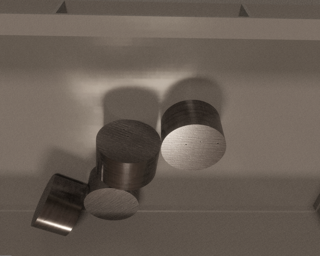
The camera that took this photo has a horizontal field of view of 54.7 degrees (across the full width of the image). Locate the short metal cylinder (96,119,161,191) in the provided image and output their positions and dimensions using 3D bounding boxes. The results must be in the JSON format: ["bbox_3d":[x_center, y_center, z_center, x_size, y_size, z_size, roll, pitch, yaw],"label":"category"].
[{"bbox_3d":[-0.042,0.033,0.401,0.081,0.080,0.050,6,130,-5],"label":"short metal cylinder"}]

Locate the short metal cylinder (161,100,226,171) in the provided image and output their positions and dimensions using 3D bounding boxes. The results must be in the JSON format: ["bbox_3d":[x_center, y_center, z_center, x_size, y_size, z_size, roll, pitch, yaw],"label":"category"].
[{"bbox_3d":[0.041,0.010,0.402,0.081,0.050,0.079,0,130,0],"label":"short metal cylinder"}]

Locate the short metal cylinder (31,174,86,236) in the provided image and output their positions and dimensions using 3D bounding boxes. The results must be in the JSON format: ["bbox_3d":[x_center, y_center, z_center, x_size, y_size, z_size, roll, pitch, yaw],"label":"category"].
[{"bbox_3d":[-0.153,0.117,0.470,0.050,0.080,0.080,26,125,-20],"label":"short metal cylinder"}]

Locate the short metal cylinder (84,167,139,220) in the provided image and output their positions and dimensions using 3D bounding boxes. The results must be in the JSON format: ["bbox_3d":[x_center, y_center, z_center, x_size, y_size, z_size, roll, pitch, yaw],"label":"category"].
[{"bbox_3d":[-0.072,0.097,0.475,0.081,0.050,0.079,-1,130,0],"label":"short metal cylinder"}]
